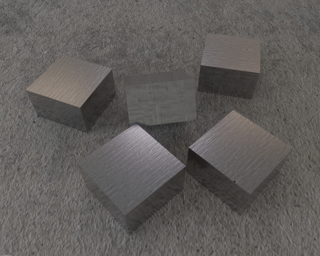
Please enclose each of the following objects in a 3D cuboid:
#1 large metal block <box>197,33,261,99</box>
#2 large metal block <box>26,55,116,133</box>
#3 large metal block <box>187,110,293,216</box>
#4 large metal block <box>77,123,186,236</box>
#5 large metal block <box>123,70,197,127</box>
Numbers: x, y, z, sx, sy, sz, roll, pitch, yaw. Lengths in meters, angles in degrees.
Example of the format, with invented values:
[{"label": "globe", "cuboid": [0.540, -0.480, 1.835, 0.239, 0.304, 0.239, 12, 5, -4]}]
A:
[{"label": "large metal block", "cuboid": [0.104, -0.094, 0.467, 0.080, 0.050, 0.080, 10, 51, 8]}, {"label": "large metal block", "cuboid": [-0.118, -0.049, 0.427, 0.080, 0.050, 0.080, 18, 52, 14]}, {"label": "large metal block", "cuboid": [0.088, 0.037, 0.356, 0.080, 0.050, 0.080, -37, 59, -27]}, {"label": "large metal block", "cuboid": [-0.030, 0.054, 0.341, 0.080, 0.050, 0.080, -35, 59, -26]}, {"label": "large metal block", "cuboid": [-0.003, -0.040, 0.398, 0.081, 0.050, 0.080, -7, 18, -6]}]
